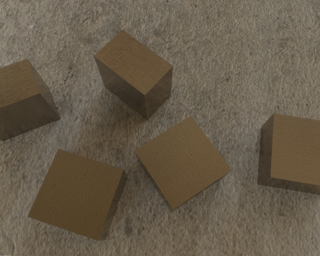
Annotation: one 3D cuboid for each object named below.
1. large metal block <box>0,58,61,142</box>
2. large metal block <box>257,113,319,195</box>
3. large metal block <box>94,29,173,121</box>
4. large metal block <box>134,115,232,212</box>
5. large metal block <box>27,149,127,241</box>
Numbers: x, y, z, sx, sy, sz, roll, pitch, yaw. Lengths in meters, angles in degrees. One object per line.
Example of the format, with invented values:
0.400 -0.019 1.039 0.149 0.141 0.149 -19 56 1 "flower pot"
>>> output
-0.183 -0.032 0.388 0.080 0.080 0.050 -23 72 -8 "large metal block"
0.171 0.034 0.385 0.080 0.050 0.080 9 70 3 "large metal block"
-0.032 -0.066 0.403 0.080 0.080 0.050 39 74 12 "large metal block"
0.026 0.045 0.379 0.080 0.050 0.080 -32 73 -11 "large metal block"
-0.092 0.079 0.365 0.080 0.050 0.080 17 71 5 "large metal block"
